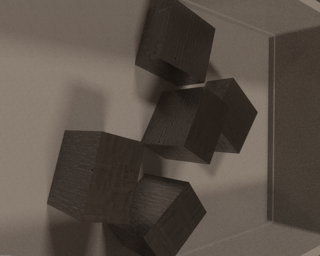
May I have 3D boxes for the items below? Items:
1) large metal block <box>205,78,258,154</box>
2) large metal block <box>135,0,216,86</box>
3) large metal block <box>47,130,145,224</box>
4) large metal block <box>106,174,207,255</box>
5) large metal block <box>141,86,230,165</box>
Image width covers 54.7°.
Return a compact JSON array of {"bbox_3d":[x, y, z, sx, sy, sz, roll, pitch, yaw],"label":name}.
[{"bbox_3d":[0.096,-0.018,0.473,0.080,0.050,0.080,45,63,-31],"label":"large metal block"},{"bbox_3d":[0.022,-0.109,0.410,0.080,0.050,0.080,20,77,-39],"label":"large metal block"},{"bbox_3d":[-0.067,0.047,0.316,0.050,0.080,0.080,18,79,-39],"label":"large metal block"},{"bbox_3d":[-0.006,0.104,0.368,0.080,0.080,0.050,-45,117,-31],"label":"large metal block"},{"bbox_3d":[0.032,-0.003,0.399,0.050,0.080,0.080,35,68,-35],"label":"large metal block"}]
